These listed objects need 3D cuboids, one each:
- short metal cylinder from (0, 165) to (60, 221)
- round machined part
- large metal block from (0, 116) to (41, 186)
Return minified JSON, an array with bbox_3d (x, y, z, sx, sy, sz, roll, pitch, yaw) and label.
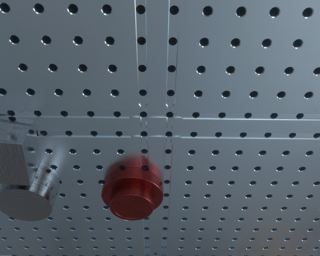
[{"bbox_3d":[-0.201,0.099,0.478,0.081,0.050,0.079,0,130,0],"label":"short metal cylinder"},{"bbox_3d":[-0.044,0.111,0.494,0.099,0.042,0.097,0,130,0],"label":"round machined part"},{"bbox_3d":[-0.214,0.030,0.419,0.081,0.050,0.079,6,130,-5],"label":"large metal block"}]
